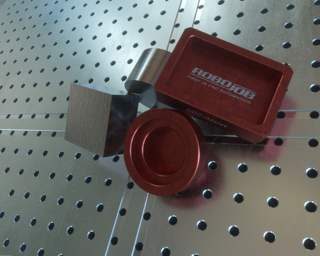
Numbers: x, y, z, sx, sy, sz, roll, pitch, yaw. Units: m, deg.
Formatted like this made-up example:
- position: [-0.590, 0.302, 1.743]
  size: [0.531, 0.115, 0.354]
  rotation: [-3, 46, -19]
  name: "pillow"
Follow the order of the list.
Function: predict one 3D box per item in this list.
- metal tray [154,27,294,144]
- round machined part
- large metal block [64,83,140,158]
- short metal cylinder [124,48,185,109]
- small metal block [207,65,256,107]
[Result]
- position: [0.070, -0.049, 0.349]
  size: [0.130, 0.030, 0.090]
  rotation: [25, 73, 8]
  name: "metal tray"
- position: [0.009, 0.026, 0.360]
  size: [0.098, 0.042, 0.097]
  rotation: [0, 89, 31]
  name: "round machined part"
- position: [-0.080, -0.013, 0.420]
  size: [0.080, 0.050, 0.079]
  rotation: [18, 104, 35]
  name: "large metal block"
- position: [0.001, -0.060, 0.410]
  size: [0.080, 0.080, 0.050]
  rotation: [15, 70, 34]
  name: "short metal cylinder"
- position: [0.092, -0.054, 0.394]
  size: [0.050, 0.025, 0.050]
  rotation: [3, 63, 29]
  name: "small metal block"
